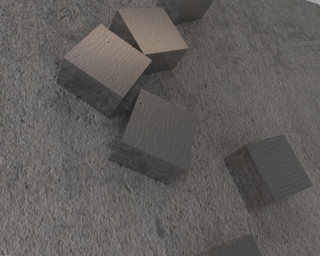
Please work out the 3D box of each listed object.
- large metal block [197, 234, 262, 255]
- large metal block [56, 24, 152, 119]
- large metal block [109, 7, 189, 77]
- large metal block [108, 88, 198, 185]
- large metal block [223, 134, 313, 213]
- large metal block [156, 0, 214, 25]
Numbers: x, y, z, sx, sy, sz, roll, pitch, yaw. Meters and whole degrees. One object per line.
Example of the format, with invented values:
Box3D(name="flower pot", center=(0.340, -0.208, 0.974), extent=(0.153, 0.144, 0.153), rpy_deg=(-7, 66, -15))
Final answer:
Box3D(name="large metal block", center=(0.071, 0.168, 0.323), extent=(0.081, 0.050, 0.080), rpy_deg=(-11, 67, -33))
Box3D(name="large metal block", center=(-0.070, -0.072, 0.394), extent=(0.080, 0.050, 0.080), rpy_deg=(35, 51, -6))
Box3D(name="large metal block", center=(-0.019, -0.127, 0.455), extent=(0.081, 0.050, 0.080), rpy_deg=(-18, 72, -35))
Box3D(name="large metal block", center=(-0.007, 0.012, 0.377), extent=(0.080, 0.050, 0.080), rpy_deg=(26, 53, -13))
Box3D(name="large metal block", center=(0.149, 0.061, 0.430), extent=(0.081, 0.050, 0.080), rpy_deg=(-10, 67, -33))
Box3D(name="large metal block", center=(0.052, -0.232, 0.538), extent=(0.081, 0.080, 0.050), rpy_deg=(-28, 77, -37))
